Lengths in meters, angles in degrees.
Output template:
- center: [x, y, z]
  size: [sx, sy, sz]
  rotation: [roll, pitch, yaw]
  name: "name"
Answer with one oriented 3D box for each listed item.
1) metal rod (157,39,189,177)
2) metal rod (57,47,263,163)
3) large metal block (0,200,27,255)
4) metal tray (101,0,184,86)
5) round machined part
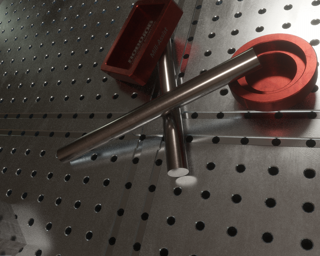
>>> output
- center: [0.010, -0.072, 0.445]
  size: [0.025, 0.025, 0.299]
  rotation: [-17, 55, 18]
  name: "metal rod"
- center: [-0.018, -0.018, 0.396]
  size: [0.300, 0.025, 0.025]
  rotation: [-25, 52, 24]
  name: "metal rod"
- center: [-0.242, 0.153, 0.423]
  size: [0.080, 0.050, 0.080]
  rotation: [-45, 51, -3]
  name: "large metal block"
- center: [-0.030, -0.134, 0.476]
  size: [0.090, 0.030, 0.130]
  rotation: [22, 83, 47]
  name: "metal tray"
- center: [0.131, -0.060, 0.365]
  size: [0.098, 0.042, 0.098]
  rotation: [-13, 56, 20]
  name: "round machined part"
